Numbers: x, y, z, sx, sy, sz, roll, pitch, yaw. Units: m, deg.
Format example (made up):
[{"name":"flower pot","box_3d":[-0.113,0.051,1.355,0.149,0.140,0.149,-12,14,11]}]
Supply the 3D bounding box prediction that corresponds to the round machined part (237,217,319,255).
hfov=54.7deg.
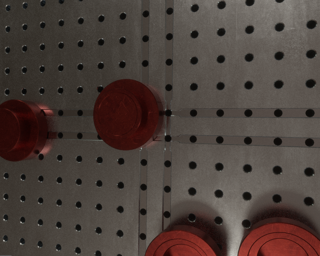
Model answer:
[{"name":"round machined part","box_3d":[0.141,0.151,0.354,0.098,0.042,0.097,0,90,19]}]

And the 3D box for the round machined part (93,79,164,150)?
[{"name":"round machined part","box_3d":[-0.048,-0.018,0.420,0.098,0.042,0.097,0,90,19]}]

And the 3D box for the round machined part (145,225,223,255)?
[{"name":"round machined part","box_3d":[0.033,0.171,0.391,0.098,0.042,0.097,0,90,19]}]

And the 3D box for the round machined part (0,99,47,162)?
[{"name":"round machined part","box_3d":[-0.230,0.004,0.482,0.098,0.042,0.097,0,90,19]}]
